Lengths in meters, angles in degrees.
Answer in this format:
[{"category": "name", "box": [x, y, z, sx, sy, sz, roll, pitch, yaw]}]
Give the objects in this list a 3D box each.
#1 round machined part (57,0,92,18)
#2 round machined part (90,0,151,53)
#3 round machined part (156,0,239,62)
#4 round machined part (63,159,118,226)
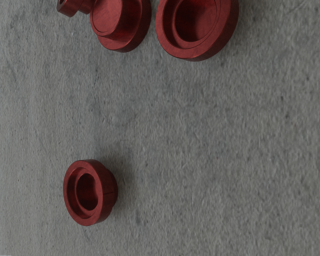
[{"category": "round machined part", "box": [-0.119, -0.215, 0.474, 0.098, 0.042, 0.098, -32, 49, 45]}, {"category": "round machined part", "box": [-0.063, -0.161, 0.443, 0.098, 0.042, 0.097, 0, 90, 39]}, {"category": "round machined part", "box": [0.045, -0.125, 0.355, 0.098, 0.042, 0.097, 0, 90, 39]}, {"category": "round machined part", "box": [-0.103, 0.096, 0.476, 0.098, 0.042, 0.097, 0, 90, 39]}]
